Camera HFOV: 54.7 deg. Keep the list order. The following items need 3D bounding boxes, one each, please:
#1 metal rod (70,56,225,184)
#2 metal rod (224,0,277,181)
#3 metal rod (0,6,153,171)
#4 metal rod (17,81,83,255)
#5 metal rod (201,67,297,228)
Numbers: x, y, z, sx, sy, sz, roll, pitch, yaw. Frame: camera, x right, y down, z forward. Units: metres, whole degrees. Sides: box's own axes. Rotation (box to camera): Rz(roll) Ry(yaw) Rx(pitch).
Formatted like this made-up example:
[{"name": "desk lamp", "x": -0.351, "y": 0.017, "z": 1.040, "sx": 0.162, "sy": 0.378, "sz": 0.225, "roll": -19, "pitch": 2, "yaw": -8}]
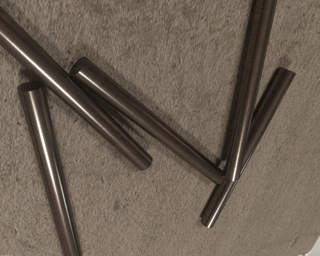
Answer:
[{"name": "metal rod", "x": 0.006, "y": 0.008, "z": 0.416, "sx": 0.025, "sy": 0.025, "sz": 0.301, "roll": -47, "pitch": 130, "yaw": 5}, {"name": "metal rod", "x": 0.125, "y": -0.054, "z": 0.433, "sx": 0.025, "sy": 0.025, "sz": 0.298, "roll": -9, "pitch": 120, "yaw": -24}, {"name": "metal rod", "x": -0.096, "y": -0.039, "z": 0.330, "sx": 0.025, "sy": 0.025, "sz": 0.300, "roll": -41, "pitch": 130, "yaw": 0}, {"name": "metal rod", "x": -0.128, "y": 0.084, "z": 0.389, "sx": 0.025, "sy": 0.025, "sz": 0.298, "roll": -14, "pitch": 125, "yaw": -21}, {"name": "metal rod", "x": 0.138, "y": 0.043, "z": 0.511, "sx": 0.025, "sy": 0.025, "sz": 0.298, "roll": 9, "pitch": 114, "yaw": -33}]
